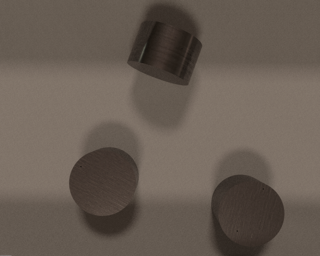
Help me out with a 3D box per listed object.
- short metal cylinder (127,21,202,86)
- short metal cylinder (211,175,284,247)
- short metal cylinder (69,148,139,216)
[{"bbox_3d":[0.006,-0.090,0.384,0.080,0.080,0.050,20,90,-1],"label":"short metal cylinder"},{"bbox_3d":[0.111,0.104,0.401,0.081,0.050,0.079,0,90,-1],"label":"short metal cylinder"},{"bbox_3d":[-0.069,0.066,0.398,0.081,0.050,0.079,0,90,-1],"label":"short metal cylinder"}]
